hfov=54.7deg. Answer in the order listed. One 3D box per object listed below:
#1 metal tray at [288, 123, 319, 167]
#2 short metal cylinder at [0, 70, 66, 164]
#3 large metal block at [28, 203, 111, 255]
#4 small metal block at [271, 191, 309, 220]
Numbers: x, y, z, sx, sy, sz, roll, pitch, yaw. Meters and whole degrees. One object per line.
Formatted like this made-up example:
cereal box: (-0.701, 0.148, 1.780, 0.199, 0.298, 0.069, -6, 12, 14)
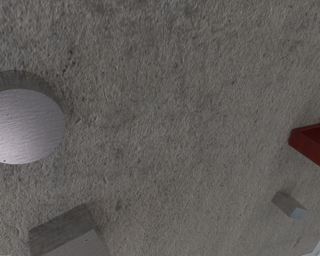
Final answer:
metal tray: (0.309, 0.026, 0.549, 0.131, 0.090, 0.030, -10, 123, -23)
short metal cylinder: (-0.140, -0.011, 0.307, 0.081, 0.050, 0.079, -14, 124, -21)
large metal block: (-0.121, 0.163, 0.425, 0.080, 0.050, 0.080, -25, 128, -13)
small metal block: (0.266, 0.159, 0.634, 0.050, 0.050, 0.025, 22, 107, -36)
